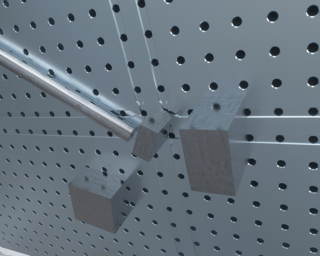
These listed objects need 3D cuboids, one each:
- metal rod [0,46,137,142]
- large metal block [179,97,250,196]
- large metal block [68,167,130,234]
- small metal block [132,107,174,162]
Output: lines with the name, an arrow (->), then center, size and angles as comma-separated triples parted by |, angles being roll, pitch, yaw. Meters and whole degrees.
metal rod -> -0.168, -0.066, 0.458 | 0.301, 0.025, 0.025 | 30, 128, 8
large metal block -> 0.066, 0.018, 0.352 | 0.050, 0.080, 0.080 | 2, 119, 27
large metal block -> -0.101, 0.121, 0.523 | 0.080, 0.050, 0.079 | 13, 124, 21
small metal block -> -0.009, 0.008, 0.405 | 0.025, 0.050, 0.050 | 27, 128, 12
